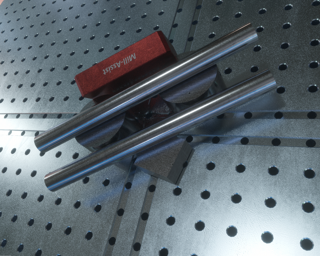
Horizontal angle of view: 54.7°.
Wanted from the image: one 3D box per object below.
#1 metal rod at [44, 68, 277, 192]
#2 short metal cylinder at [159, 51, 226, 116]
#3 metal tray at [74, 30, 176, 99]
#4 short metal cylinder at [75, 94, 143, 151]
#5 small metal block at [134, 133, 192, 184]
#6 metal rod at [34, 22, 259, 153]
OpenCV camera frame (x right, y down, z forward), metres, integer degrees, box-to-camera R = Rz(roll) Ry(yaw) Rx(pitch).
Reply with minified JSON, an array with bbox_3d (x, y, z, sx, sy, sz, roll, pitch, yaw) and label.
[{"bbox_3d":[-0.009,0.008,0.373,0.301,0.025,0.025,-25,53,12],"label":"metal rod"},{"bbox_3d":[0.042,-0.053,0.402,0.080,0.050,0.080,-13,56,20],"label":"short metal cylinder"},{"bbox_3d":[-0.041,-0.081,0.434,0.130,0.090,0.030,-25,85,12],"label":"metal tray"},{"bbox_3d":[-0.070,0.001,0.427,0.080,0.050,0.080,-13,56,20],"label":"short metal cylinder"},{"bbox_3d":[0.004,0.035,0.382,0.050,0.025,0.050,16,70,34],"label":"small metal block"},{"bbox_3d":[-0.025,-0.044,0.381,0.301,0.025,0.025,-26,53,11],"label":"metal rod"}]
